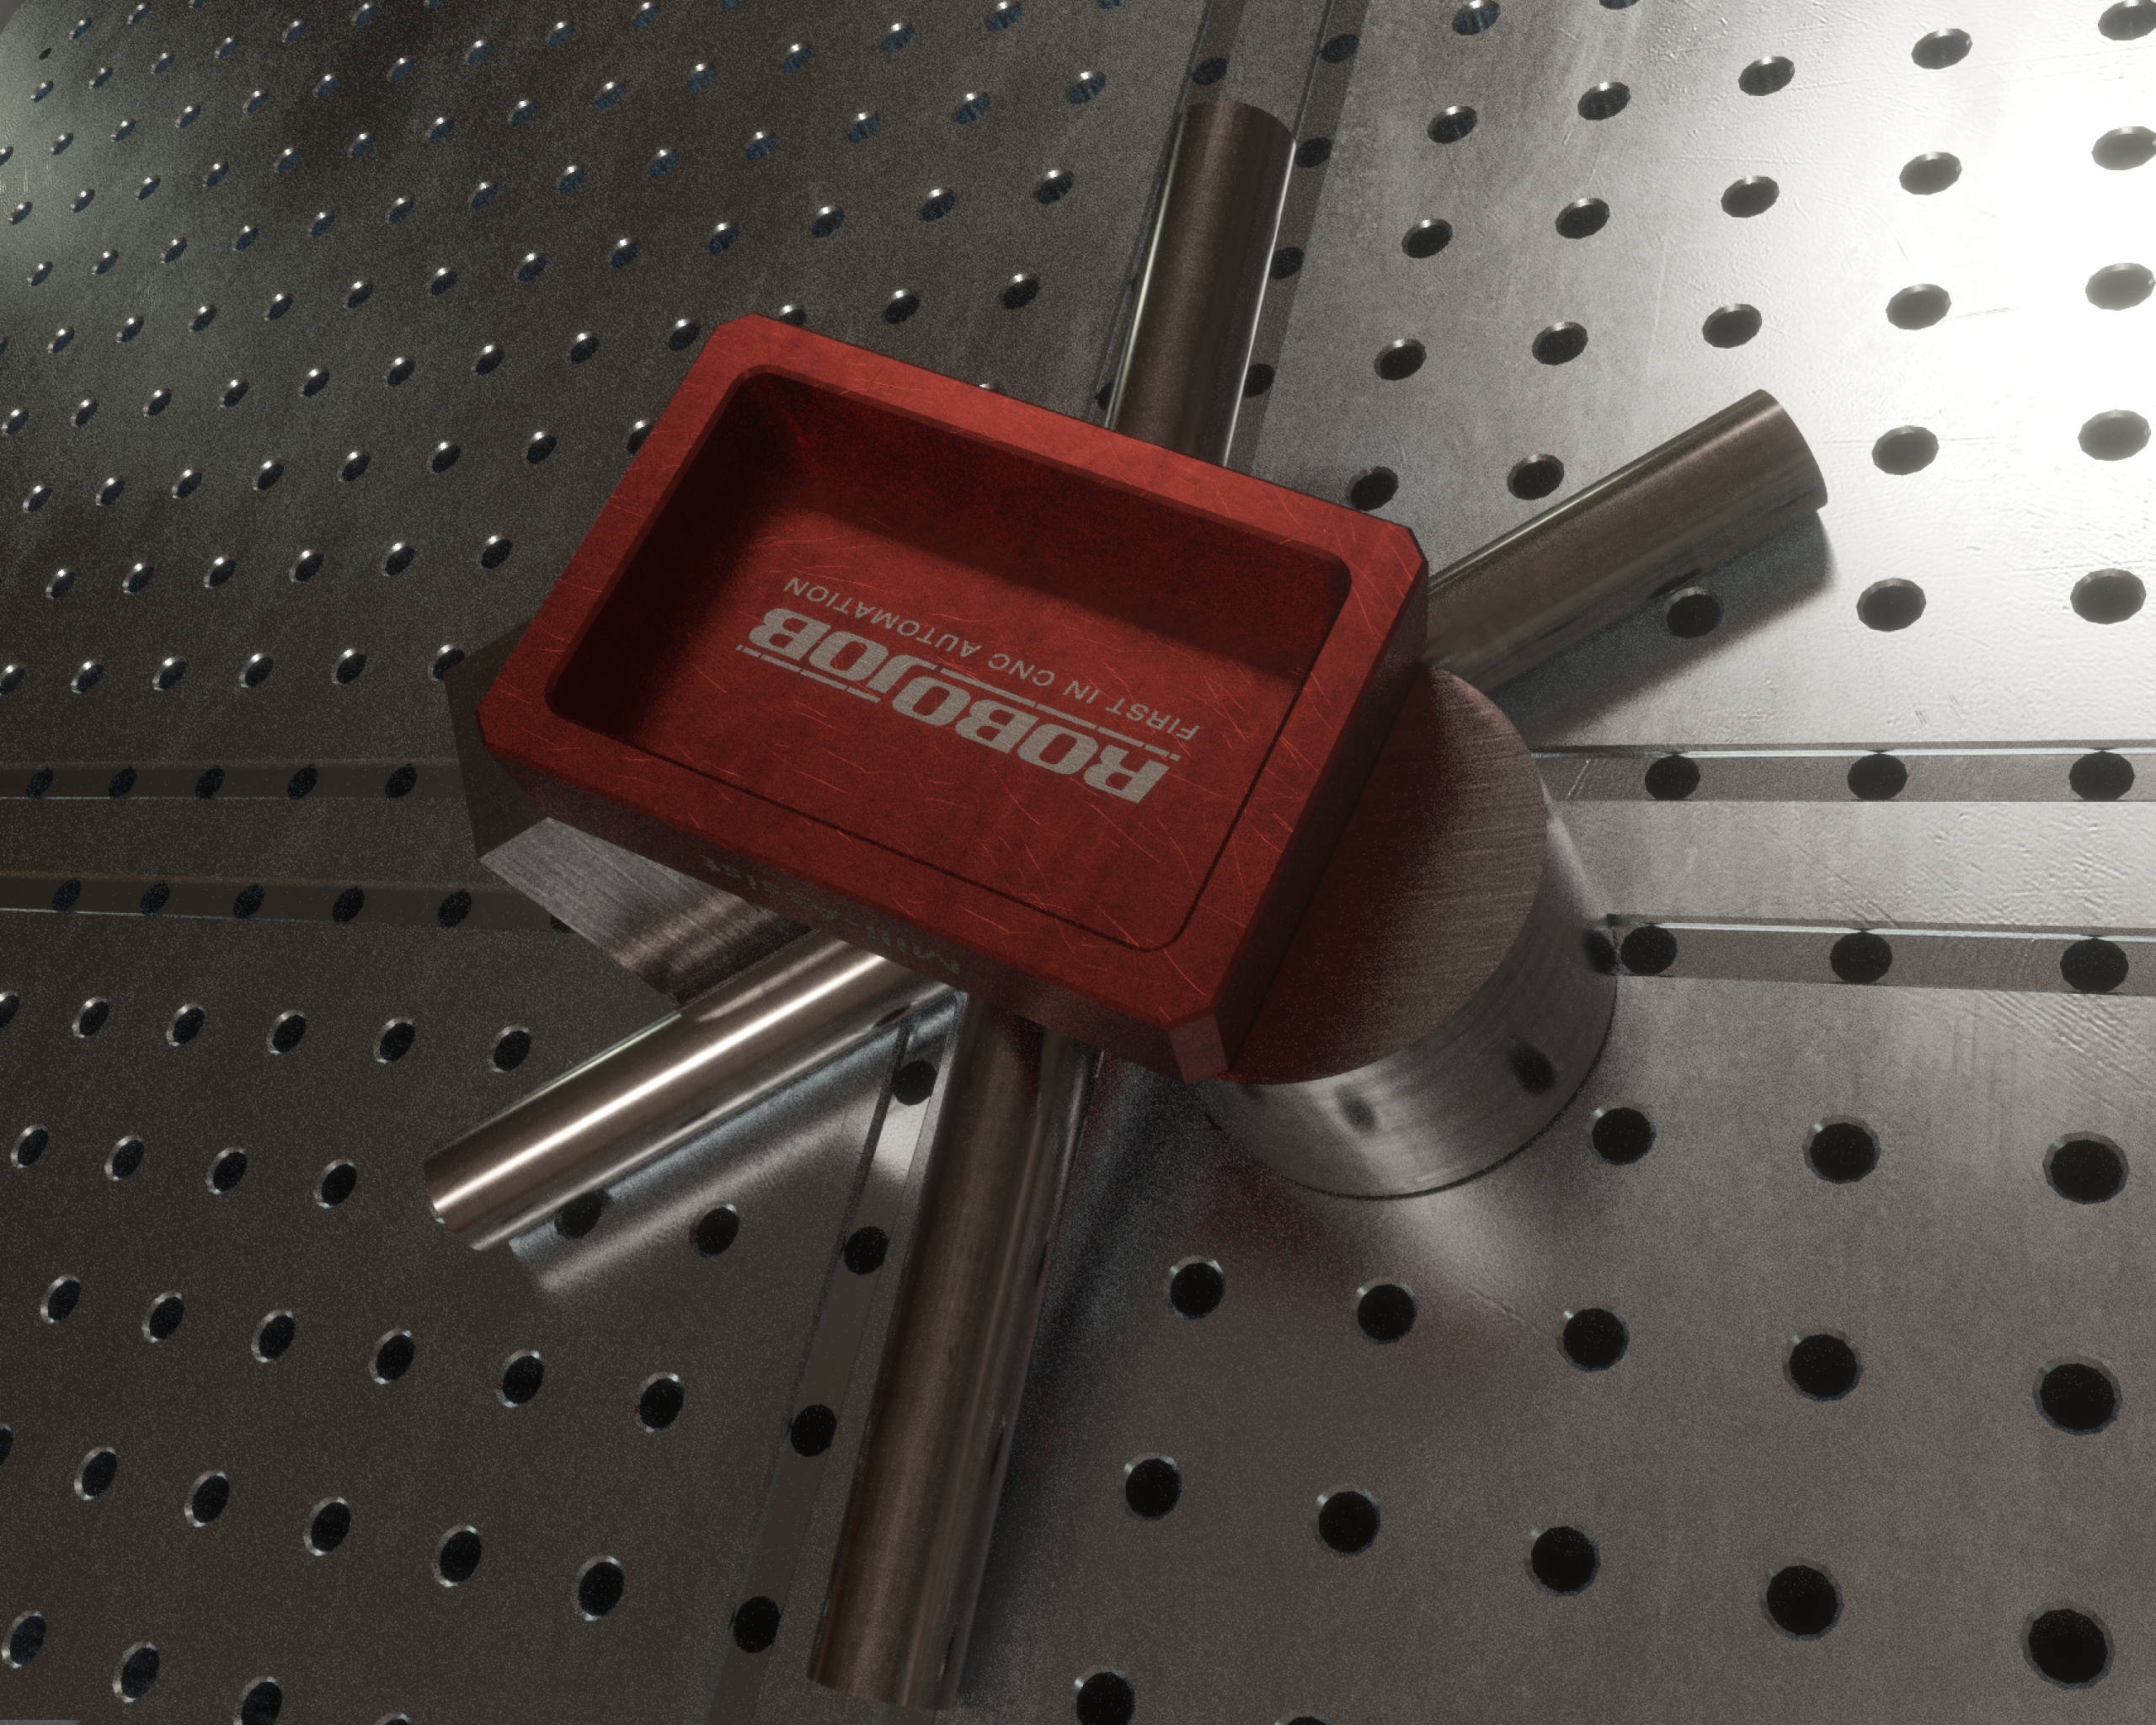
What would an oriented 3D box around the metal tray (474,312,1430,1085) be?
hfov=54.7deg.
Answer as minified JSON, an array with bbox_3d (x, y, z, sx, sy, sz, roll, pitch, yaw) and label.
[{"bbox_3d":[-0.019,-0.030,0.342,0.130,0.030,0.090,22,72,16],"label":"metal tray"}]

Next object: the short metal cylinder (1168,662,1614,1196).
[{"bbox_3d":[0.047,0.011,0.359,0.080,0.050,0.080,-13,56,20],"label":"short metal cylinder"}]

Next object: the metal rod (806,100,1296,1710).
[{"bbox_3d":[0.000,-0.005,0.381,0.025,0.025,0.299,4,73,29],"label":"metal rod"}]

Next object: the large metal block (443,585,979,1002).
[{"bbox_3d":[-0.065,-0.020,0.417,0.080,0.080,0.050,-30,52,9],"label":"large metal block"}]

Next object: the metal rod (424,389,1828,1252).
[{"bbox_3d":[0.003,-0.004,0.408,0.301,0.025,0.025,-29,52,9],"label":"metal rod"}]
